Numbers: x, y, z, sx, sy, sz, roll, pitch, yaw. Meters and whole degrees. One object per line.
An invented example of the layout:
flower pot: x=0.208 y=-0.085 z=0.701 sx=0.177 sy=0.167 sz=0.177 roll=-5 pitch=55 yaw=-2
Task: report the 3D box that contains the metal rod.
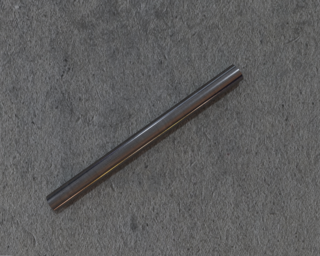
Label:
metal rod: x=-0.020 y=0.013 z=0.411 sx=0.301 sy=0.025 sz=0.025 roll=-35 pitch=90 yaw=0
